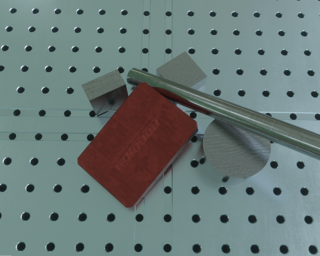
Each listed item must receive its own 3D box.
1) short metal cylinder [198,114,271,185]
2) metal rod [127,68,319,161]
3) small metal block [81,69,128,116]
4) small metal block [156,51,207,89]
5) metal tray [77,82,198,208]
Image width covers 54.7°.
[{"bbox_3d":[0.091,0.028,0.389,0.081,0.050,0.080,0,70,0],"label":"short metal cylinder"},{"bbox_3d":[0.079,-0.018,0.363,0.300,0.025,0.025,25,71,30],"label":"metal rod"},{"bbox_3d":[-0.071,-0.047,0.415,0.050,0.050,0.025,-26,73,-9],"label":"small metal block"},{"bbox_3d":[0.030,-0.072,0.439,0.050,0.025,0.050,-34,74,-12],"label":"small metal block"},{"bbox_3d":[-0.026,0.020,0.384,0.090,0.030,0.130,39,89,12],"label":"metal tray"}]
